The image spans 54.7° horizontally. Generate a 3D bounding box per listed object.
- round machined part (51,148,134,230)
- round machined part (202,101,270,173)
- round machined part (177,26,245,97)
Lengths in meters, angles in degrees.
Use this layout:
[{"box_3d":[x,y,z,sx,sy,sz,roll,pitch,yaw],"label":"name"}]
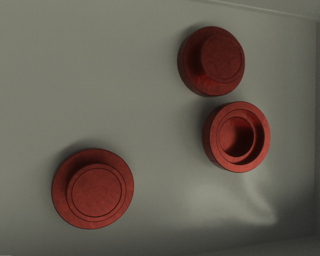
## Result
[{"box_3d":[-0.079,0.074,0.373,0.099,0.042,0.097,0,90,-20],"label":"round machined part"},{"box_3d":[0.103,0.012,0.439,0.099,0.042,0.097,0,90,-20],"label":"round machined part"},{"box_3d":[0.077,-0.093,0.430,0.099,0.042,0.097,0,90,-20],"label":"round machined part"}]
